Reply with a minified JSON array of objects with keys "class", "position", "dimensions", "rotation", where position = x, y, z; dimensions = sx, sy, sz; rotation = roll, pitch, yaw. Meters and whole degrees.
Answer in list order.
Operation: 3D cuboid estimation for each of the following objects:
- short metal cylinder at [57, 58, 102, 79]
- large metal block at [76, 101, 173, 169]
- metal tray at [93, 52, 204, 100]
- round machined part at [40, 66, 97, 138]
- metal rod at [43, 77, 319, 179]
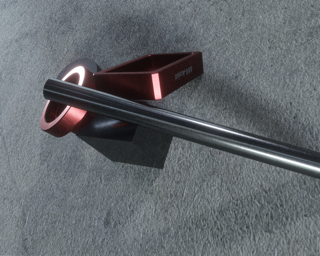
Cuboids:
[{"class":"short metal cylinder","position":[-0.119,-0.063,0.488],"dimensions":[0.080,0.050,0.080],"rotation":[-13,56,20]},{"class":"large metal block","position":[-0.040,0.008,0.384],"dimensions":[0.080,0.080,0.050],"rotation":[5,64,30]},{"class":"metal tray","position":[-0.010,-0.071,0.400],"dimensions":[0.090,0.030,0.131],"rotation":[5,24,30]},{"class":"round machined part","position":[-0.113,-0.030,0.414],"dimensions":[0.098,0.042,0.098],"rotation":[-30,42,32]},{"class":"metal rod","position":[0.022,-0.002,0.318],"dimensions":[0.301,0.025,0.025],"rotation":[16,68,8]}]
